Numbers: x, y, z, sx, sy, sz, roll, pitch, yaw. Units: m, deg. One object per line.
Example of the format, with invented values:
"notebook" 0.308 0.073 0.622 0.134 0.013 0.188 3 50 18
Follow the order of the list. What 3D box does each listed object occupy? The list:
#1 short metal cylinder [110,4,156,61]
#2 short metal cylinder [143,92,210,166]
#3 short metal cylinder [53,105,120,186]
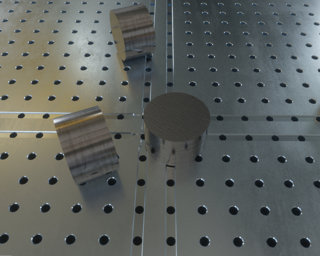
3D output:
"short metal cylinder" -0.045 -0.154 0.501 0.050 0.080 0.080 -18 52 -14
"short metal cylinder" 0.020 0.001 0.391 0.081 0.050 0.080 0 50 0
"short metal cylinder" -0.084 0.019 0.355 0.050 0.080 0.080 -19 53 -15
